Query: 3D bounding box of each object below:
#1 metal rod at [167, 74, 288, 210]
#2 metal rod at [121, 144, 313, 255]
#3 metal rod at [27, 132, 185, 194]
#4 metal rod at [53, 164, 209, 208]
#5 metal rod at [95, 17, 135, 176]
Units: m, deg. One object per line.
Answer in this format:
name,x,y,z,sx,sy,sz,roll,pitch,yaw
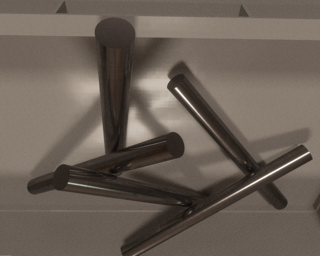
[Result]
metal rod,0.110,0.036,0.441,0.025,0.025,0.300,-31,124,23
metal rod,0.077,0.110,0.447,0.301,0.025,0.025,-31,125,6
metal rod,-0.091,0.054,0.388,0.299,0.025,0.025,-20,131,41
metal rod,-0.005,0.087,0.407,0.025,0.025,0.301,-33,147,24
metal rod,-0.048,0.001,0.328,0.025,0.025,0.299,6,155,-6
